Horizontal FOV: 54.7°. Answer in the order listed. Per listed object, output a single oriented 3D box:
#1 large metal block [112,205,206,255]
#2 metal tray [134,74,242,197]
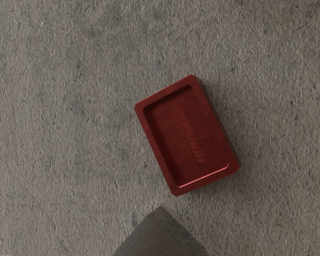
[{"bbox_3d":[-0.003,0.161,0.397,0.080,0.050,0.080,42,103,15],"label":"large metal block"},{"bbox_3d":[0.034,0.010,0.394,0.090,0.030,0.130,-27,81,18],"label":"metal tray"}]
